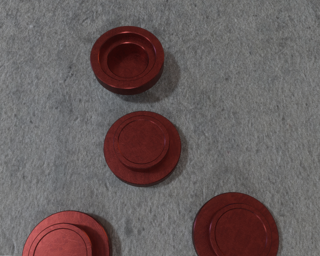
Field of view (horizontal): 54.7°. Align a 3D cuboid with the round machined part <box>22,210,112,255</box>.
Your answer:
[{"bbox_3d":[-0.105,0.142,0.346,0.099,0.042,0.098,0,70,-1],"label":"round machined part"}]

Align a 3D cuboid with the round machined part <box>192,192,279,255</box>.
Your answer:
[{"bbox_3d":[0.088,0.123,0.355,0.099,0.042,0.098,0,70,-1],"label":"round machined part"}]

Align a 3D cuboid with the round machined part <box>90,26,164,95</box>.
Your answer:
[{"bbox_3d":[-0.044,-0.089,0.431,0.099,0.042,0.098,0,70,-1],"label":"round machined part"}]

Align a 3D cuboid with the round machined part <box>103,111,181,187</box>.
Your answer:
[{"bbox_3d":[-0.022,0.023,0.391,0.099,0.042,0.098,0,70,-1],"label":"round machined part"}]
